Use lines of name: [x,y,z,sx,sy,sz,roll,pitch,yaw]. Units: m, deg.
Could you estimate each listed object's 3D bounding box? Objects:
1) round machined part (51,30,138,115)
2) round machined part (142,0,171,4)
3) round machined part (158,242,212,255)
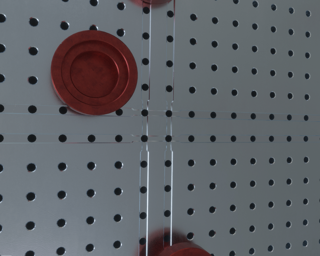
round machined part: [-0.080,-0.064,0.374,0.099,0.042,0.097,0,90,-20]
round machined part: [-0.004,-0.218,0.402,0.099,0.042,0.097,0,90,-20]
round machined part: [0.028,0.201,0.414,0.099,0.042,0.097,0,90,-20]
